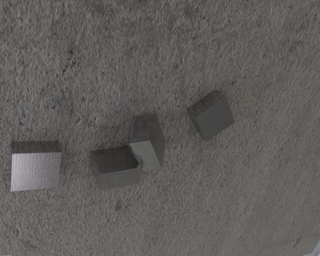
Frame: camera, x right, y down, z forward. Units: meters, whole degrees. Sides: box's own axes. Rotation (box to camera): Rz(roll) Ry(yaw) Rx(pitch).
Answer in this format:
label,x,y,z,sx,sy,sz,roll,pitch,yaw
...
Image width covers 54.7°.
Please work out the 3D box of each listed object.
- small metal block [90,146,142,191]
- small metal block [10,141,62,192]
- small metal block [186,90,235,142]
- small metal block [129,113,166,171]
label,x,y,z,sx,sy,sz,roll,pitch,yaw
small metal block,-0.057,0.049,0.390,0.050,0.050,0.025,-7,122,-25
small metal block,-0.143,0.043,0.355,0.050,0.025,0.050,0,118,-29
small metal block,0.072,-0.017,0.435,0.050,0.025,0.050,-34,129,-6
small metal block,-0.014,0.018,0.391,0.025,0.050,0.050,-9,129,15
